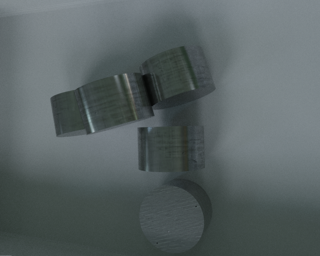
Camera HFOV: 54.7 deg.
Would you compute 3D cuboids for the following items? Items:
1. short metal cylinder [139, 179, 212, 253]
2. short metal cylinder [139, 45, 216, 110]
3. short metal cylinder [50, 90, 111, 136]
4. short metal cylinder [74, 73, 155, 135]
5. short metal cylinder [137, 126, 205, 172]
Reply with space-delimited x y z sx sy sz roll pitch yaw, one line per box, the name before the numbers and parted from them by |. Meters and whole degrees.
short metal cylinder | 0.021 0.108 0.390 0.080 0.050 0.080 0 90 20
short metal cylinder | 0.021 -0.059 0.374 0.080 0.080 0.050 -19 84 19
short metal cylinder | -0.102 -0.019 0.417 0.080 0.080 0.050 -12 86 19
short metal cylinder | -0.052 -0.027 0.355 0.080 0.080 0.050 -16 91 19
short metal cylinder | 0.013 0.023 0.376 0.080 0.080 0.050 -2 90 20
